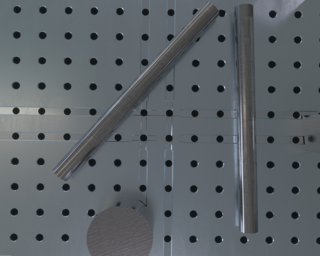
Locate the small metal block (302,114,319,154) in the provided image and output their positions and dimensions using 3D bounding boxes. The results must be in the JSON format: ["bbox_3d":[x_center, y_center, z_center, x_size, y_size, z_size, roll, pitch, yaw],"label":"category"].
[{"bbox_3d":[0.212,0.007,0.403,0.025,0.050,0.050,-5,90,0],"label":"small metal block"}]

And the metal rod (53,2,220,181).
[{"bbox_3d":[-0.031,-0.048,0.413,0.025,0.025,0.300,42,90,0],"label":"metal rod"}]

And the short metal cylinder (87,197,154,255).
[{"bbox_3d":[-0.049,0.135,0.401,0.081,0.050,0.079,0,90,0],"label":"short metal cylinder"}]

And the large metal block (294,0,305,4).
[{"bbox_3d":[0.189,-0.218,0.387,0.050,0.080,0.080,25,90,0],"label":"large metal block"}]

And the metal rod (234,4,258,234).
[{"bbox_3d":[0.115,-0.012,0.414,0.025,0.025,0.298,-1,90,0],"label":"metal rod"}]
